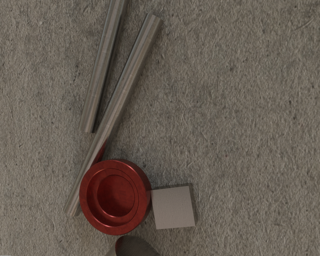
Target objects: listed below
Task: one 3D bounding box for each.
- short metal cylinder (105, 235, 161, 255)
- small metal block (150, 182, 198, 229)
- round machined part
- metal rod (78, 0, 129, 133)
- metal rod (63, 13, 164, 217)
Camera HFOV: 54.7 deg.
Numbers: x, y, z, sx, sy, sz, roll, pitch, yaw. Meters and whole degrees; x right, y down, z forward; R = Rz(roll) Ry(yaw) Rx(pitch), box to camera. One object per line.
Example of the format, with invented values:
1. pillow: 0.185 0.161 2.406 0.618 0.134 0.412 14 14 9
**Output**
1. short metal cylinder: -0.037 0.185 0.392 0.080 0.080 0.050 40 103 15
2. small metal block: 0.019 0.100 0.400 0.050 0.025 0.050 -10 87 15
3. round machined part: -0.055 0.090 0.418 0.098 0.042 0.097 0 90 19
4. metal rod: -0.066 -0.139 0.431 0.025 0.025 0.298 17 96 19
5. metal rod: -0.068 -0.012 0.431 0.025 0.025 0.298 27 99 17
